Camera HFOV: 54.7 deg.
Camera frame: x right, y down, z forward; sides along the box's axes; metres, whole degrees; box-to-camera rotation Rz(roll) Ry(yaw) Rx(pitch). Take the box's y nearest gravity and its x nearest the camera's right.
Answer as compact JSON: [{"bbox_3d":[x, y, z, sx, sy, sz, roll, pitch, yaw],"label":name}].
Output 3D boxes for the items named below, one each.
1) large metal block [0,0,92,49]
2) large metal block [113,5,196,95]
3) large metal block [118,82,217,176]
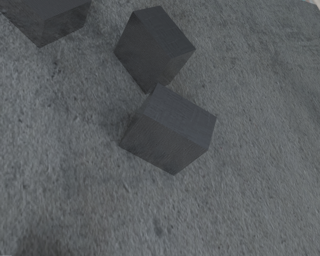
[{"bbox_3d":[-0.152,-0.163,0.406,0.080,0.050,0.080,43,51,1],"label":"large metal block"},{"bbox_3d":[-0.010,-0.107,0.430,0.050,0.080,0.080,-30,79,-38],"label":"large metal block"},{"bbox_3d":[0.008,0.005,0.371,0.080,0.080,0.050,30,52,-10],"label":"large metal block"}]
